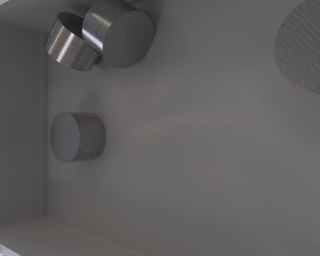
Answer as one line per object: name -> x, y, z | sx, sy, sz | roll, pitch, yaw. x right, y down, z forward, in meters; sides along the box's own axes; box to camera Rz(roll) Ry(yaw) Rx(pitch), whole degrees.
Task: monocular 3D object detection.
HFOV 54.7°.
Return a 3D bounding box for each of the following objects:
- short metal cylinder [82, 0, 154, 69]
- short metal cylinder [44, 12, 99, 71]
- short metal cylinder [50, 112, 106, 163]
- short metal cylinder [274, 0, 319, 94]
short metal cylinder -> -0.056, -0.127, 0.417 | 0.050, 0.081, 0.080 | 42, 116, 32
short metal cylinder -> -0.129, -0.133, 0.478 | 0.050, 0.081, 0.080 | -52, 60, 28
short metal cylinder -> -0.133, 0.014, 0.501 | 0.080, 0.050, 0.080 | 0, 90, 40
short metal cylinder -> 0.148, -0.069, 0.268 | 0.080, 0.050, 0.080 | 0, 90, 40
